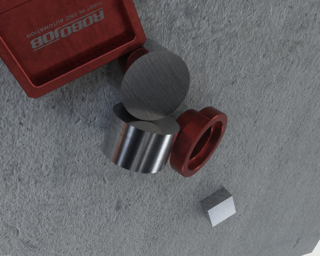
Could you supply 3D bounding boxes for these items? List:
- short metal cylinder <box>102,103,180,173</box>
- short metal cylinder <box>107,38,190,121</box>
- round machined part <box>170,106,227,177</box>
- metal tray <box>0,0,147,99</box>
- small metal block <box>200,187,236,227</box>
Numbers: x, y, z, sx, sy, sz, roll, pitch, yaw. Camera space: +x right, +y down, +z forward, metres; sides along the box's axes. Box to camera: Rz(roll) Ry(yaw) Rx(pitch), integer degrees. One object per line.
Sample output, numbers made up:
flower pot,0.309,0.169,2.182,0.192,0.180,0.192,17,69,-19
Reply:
short metal cylinder,-0.023,0.010,0.365,0.081,0.080,0.050,6,115,-31
short metal cylinder,-0.014,-0.055,0.349,0.081,0.050,0.079,-14,124,-21
round machined part,0.044,0.013,0.412,0.099,0.042,0.097,-41,150,-29
metal tray,-0.088,-0.097,0.295,0.131,0.030,0.090,-29,129,-10
small metal block,0.104,0.140,0.551,0.050,0.025,0.050,-28,128,-11
